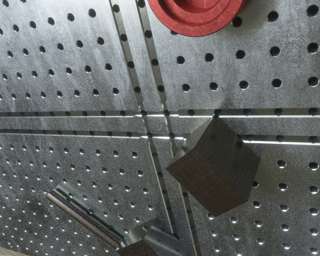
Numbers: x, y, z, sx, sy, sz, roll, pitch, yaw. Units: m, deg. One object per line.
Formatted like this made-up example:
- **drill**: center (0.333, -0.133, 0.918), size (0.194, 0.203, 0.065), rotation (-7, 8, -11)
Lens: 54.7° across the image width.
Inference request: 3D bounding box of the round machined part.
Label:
- **round machined part**: center (0.038, -0.140, 0.293), size (0.098, 0.042, 0.097), rotation (13, 124, 21)

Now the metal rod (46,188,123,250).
- **metal rod**: center (-0.089, 0.213, 0.589), size (0.301, 0.025, 0.025), rotation (35, 129, 5)

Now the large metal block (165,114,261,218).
- **large metal block**: center (0.066, 0.042, 0.367), size (0.080, 0.080, 0.050), rotation (45, 129, -3)

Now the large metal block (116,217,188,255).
- **large metal block**: center (-0.014, 0.210, 0.533), size (0.080, 0.050, 0.080), rotation (48, 129, -6)
